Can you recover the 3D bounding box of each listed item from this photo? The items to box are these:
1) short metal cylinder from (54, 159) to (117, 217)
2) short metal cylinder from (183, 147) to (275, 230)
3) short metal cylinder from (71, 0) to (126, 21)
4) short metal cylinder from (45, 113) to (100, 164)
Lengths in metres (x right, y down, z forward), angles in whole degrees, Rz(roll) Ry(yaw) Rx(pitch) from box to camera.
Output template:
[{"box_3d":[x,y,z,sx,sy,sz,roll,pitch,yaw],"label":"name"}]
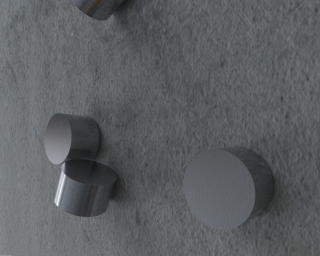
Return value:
[{"box_3d":[-0.110,0.086,0.457,0.080,0.081,0.050,29,108,36],"label":"short metal cylinder"},{"box_3d":[0.072,0.061,0.328,0.080,0.050,0.079,0,90,39],"label":"short metal cylinder"},{"box_3d":[-0.088,-0.202,0.440,0.050,0.081,0.080,-34,69,34],"label":"short metal cylinder"},{"box_3d":[-0.143,0.018,0.499,0.080,0.050,0.080,-4,83,42],"label":"short metal cylinder"}]
